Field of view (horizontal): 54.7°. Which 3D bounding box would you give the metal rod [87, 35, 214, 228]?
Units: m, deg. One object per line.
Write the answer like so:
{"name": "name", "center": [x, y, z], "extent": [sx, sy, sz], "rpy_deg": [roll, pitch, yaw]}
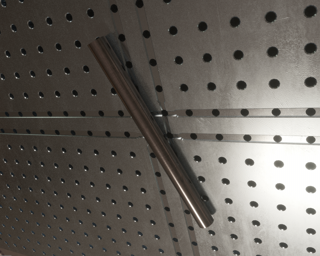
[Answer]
{"name": "metal rod", "center": [-0.005, 0.016, 0.422], "extent": [0.025, 0.025, 0.299], "rpy_deg": [-20, 108, 35]}
